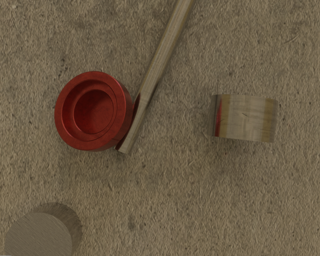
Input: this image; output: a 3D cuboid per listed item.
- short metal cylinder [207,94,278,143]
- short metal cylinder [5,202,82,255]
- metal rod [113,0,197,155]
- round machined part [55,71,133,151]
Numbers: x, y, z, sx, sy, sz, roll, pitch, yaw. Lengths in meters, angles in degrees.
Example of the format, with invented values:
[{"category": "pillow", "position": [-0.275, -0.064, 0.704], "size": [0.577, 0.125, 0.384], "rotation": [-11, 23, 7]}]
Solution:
[{"category": "short metal cylinder", "position": [0.102, -0.011, 0.384], "size": [0.081, 0.080, 0.050], "rotation": [6, 90, -1]}, {"category": "short metal cylinder", "position": [-0.146, 0.141, 0.396], "size": [0.081, 0.050, 0.079], "rotation": [0, 90, -1]}, {"category": "metal rod", "position": [0.008, -0.107, 0.410], "size": [0.025, 0.025, 0.299], "rotation": [23, 90, -1]}, {"category": "round machined part", "position": [-0.079, -0.018, 0.390], "size": [0.098, 0.042, 0.097], "rotation": [-3, 80, 19]}]
